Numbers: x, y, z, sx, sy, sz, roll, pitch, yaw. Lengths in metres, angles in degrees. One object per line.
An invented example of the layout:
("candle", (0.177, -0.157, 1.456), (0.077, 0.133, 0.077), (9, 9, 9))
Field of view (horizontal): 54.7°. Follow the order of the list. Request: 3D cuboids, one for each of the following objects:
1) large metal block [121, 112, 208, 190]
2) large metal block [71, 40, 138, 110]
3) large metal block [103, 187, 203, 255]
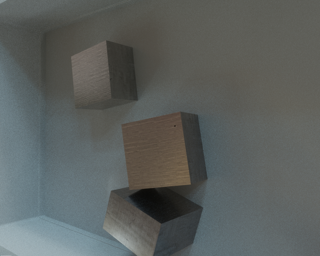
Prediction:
("large metal block", (0.005, 0.029, 0.375), (0.080, 0.050, 0.080), (-11, 83, 28))
("large metal block", (-0.083, -0.073, 0.456), (0.080, 0.050, 0.080), (-10, 84, 39))
("large metal block", (-0.008, 0.109, 0.376), (0.080, 0.081, 0.050), (22, 104, 37))
